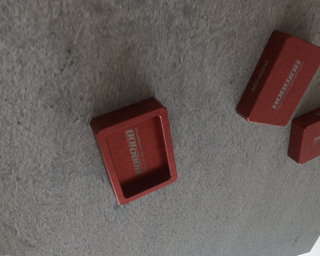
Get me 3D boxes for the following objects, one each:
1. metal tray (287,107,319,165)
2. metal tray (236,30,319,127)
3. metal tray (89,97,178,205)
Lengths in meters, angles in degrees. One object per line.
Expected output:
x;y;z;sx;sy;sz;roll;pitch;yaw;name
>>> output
0.302;0.005;0.575;0.131;0.030;0.089;-21;127;-16;metal tray
0.179;-0.068;0.462;0.091;0.030;0.129;7;115;-32;metal tray
-0.030;0.033;0.409;0.091;0.030;0.129;-22;127;-16;metal tray
